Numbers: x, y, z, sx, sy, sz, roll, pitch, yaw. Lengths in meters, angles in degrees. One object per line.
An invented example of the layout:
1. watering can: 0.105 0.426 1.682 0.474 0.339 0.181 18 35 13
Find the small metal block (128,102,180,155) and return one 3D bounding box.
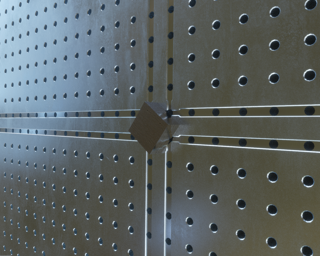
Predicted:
1. small metal block: -0.009 0.000 0.418 0.050 0.025 0.050 46 118 30
